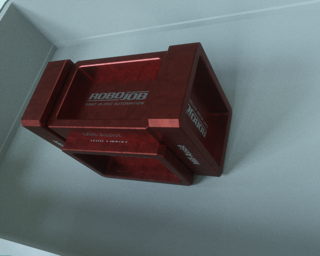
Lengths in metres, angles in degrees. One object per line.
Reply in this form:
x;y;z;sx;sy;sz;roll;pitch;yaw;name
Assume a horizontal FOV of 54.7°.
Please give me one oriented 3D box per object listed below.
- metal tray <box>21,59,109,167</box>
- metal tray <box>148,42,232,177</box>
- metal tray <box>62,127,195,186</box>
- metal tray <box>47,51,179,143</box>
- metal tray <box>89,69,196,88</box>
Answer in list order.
-0.103;-0.014;0.399;0.030;0.130;0.090;1;63;29;metal tray
0.039;-0.013;0.323;0.030;0.130;0.090;1;63;29;metal tray
-0.034;0.033;0.358;0.130;0.090;0.030;0;62;28;metal tray
-0.049;-0.033;0.330;0.130;0.030;0.090;1;62;28;metal tray
-0.013;-0.046;0.395;0.130;0.090;0.030;0;63;29;metal tray
